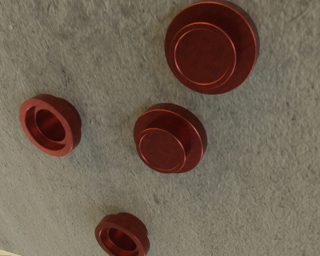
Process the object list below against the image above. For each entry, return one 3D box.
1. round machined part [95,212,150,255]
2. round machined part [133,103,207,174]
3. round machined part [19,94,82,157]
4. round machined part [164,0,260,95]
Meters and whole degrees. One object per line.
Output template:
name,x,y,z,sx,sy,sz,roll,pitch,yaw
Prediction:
round machined part,-0.061,0.188,0.542,0.098,0.042,0.097,13,124,20
round machined part,0.008,0.020,0.403,0.098,0.042,0.097,13,124,20
round machined part,-0.161,-0.008,0.473,0.098,0.042,0.097,13,124,20
round machined part,0.049,-0.079,0.320,0.098,0.042,0.097,13,124,20
